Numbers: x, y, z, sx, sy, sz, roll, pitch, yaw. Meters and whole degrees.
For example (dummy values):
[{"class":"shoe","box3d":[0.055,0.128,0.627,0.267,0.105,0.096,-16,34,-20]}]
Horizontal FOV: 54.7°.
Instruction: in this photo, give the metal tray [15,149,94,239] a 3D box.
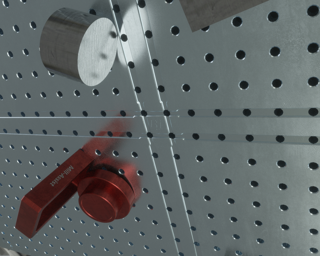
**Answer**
[{"class":"metal tray","box3d":[-0.165,0.101,0.493,0.030,0.131,0.089,35,129,5]}]

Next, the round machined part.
[{"class":"round machined part","box3d":[-0.096,0.120,0.519,0.098,0.042,0.097,11,126,16]}]

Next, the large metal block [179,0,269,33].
[{"class":"large metal block","box3d":[0.066,-0.128,0.261,0.080,0.080,0.050,-14,111,34]}]

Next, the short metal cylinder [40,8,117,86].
[{"class":"short metal cylinder","box3d":[-0.093,-0.095,0.366,0.050,0.080,0.079,20,126,16]}]
